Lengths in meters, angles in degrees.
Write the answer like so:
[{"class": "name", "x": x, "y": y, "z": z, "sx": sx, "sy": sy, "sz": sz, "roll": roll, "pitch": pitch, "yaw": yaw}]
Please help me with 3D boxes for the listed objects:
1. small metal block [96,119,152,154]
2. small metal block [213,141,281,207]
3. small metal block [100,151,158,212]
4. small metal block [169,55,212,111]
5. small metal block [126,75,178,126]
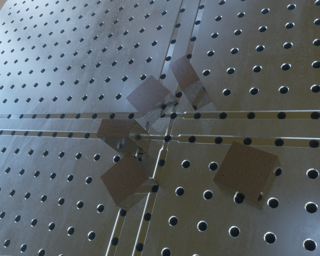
[{"class": "small metal block", "x": -0.046, "y": 0.011, "z": 0.411, "sx": 0.050, "sy": 0.050, "sz": 0.025, "roll": 1, "pitch": 62, "yaw": 29}, {"class": "small metal block", "x": 0.093, "y": 0.048, "z": 0.331, "sx": 0.050, "sy": 0.025, "sz": 0.050, "roll": 20, "pitch": 72, "yaw": 35}, {"class": "small metal block", "x": -0.039, "y": 0.066, "z": 0.389, "sx": 0.050, "sy": 0.025, "sz": 0.050, "roll": -41, "pitch": 51, "yaw": 0}, {"class": "small metal block", "x": 0.040, "y": -0.059, "z": 0.408, "sx": 0.025, "sy": 0.050, "sz": 0.050, "roll": -30, "pitch": 52, "yaw": 10}, {"class": "small metal block", "x": -0.012, "y": -0.040, "z": 0.440, "sx": 0.050, "sy": 0.025, "sz": 0.050, "roll": -43, "pitch": 51, "yaw": -1}]
